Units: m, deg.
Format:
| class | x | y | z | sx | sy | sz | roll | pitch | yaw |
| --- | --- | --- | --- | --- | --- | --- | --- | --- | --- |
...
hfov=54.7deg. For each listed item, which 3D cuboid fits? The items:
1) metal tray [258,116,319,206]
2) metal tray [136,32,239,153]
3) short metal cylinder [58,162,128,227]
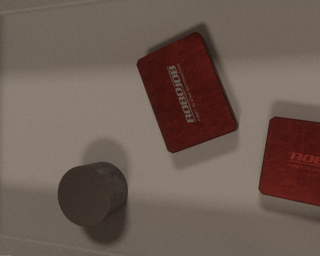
| class | x | y | z | sx | sy | sz | roll | pitch | yaw |
| --- | --- | --- | --- | --- | --- | --- | --- | --- | --- |
| metal tray | 0.184 | 0.040 | 0.343 | 0.130 | 0.030 | 0.089 | 9 | 93 | 19 |
| metal tray | 0.034 | -0.043 | 0.395 | 0.090 | 0.030 | 0.129 | -22 | 83 | 18 |
| short metal cylinder | -0.092 | 0.089 | 0.428 | 0.080 | 0.050 | 0.079 | 0 | 90 | 19 |
